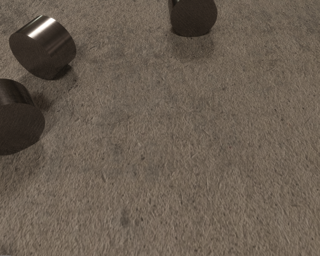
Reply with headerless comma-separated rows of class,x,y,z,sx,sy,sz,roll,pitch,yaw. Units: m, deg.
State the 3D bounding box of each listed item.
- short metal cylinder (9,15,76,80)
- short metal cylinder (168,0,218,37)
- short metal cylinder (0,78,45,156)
short metal cylinder,-0.175,-0.120,0.466,0.080,0.080,0.050,20,53,16
short metal cylinder,0.056,-0.208,0.543,0.081,0.080,0.050,-3,50,-3
short metal cylinder,-0.189,-0.013,0.376,0.081,0.080,0.050,-28,56,-22
